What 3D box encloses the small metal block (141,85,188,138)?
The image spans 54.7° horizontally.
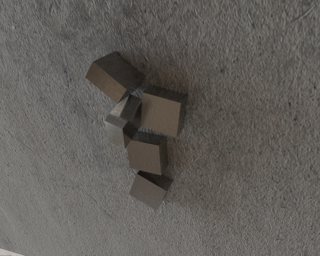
[{"bbox_3d":[0.005,-0.021,0.391,0.050,0.025,0.050,17,125,18],"label":"small metal block"}]

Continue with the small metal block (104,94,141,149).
[{"bbox_3d":[-0.045,-0.009,0.399,0.025,0.050,0.050,24,149,13],"label":"small metal block"}]

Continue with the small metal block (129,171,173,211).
[{"bbox_3d":[-0.014,0.091,0.471,0.050,0.025,0.050,29,128,9],"label":"small metal block"}]

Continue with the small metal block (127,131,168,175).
[{"bbox_3d":[-0.017,0.035,0.438,0.050,0.025,0.050,10,123,23],"label":"small metal block"}]

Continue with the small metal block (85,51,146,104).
[{"bbox_3d":[-0.054,-0.063,0.379,0.050,0.050,0.025,40,126,1],"label":"small metal block"}]
